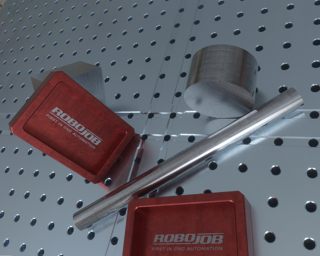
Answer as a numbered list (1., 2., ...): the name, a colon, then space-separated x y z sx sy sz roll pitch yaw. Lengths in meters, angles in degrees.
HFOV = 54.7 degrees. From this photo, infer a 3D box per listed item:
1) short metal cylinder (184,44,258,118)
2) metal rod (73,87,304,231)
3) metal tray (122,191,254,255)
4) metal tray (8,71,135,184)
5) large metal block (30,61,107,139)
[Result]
1. short metal cylinder: 0.073 -0.053 0.367 0.080 0.080 0.050 -1 62 28
2. metal rod: 0.027 0.041 0.368 0.300 0.025 0.025 -31 52 8
3. metal tray: 0.026 0.117 0.319 0.130 0.030 0.090 -10 57 22
4. metal tray: -0.107 0.001 0.395 0.090 0.130 0.030 -56 31 -11
5. large metal block: -0.127 -0.043 0.446 0.050 0.079 0.081 23 38 36
